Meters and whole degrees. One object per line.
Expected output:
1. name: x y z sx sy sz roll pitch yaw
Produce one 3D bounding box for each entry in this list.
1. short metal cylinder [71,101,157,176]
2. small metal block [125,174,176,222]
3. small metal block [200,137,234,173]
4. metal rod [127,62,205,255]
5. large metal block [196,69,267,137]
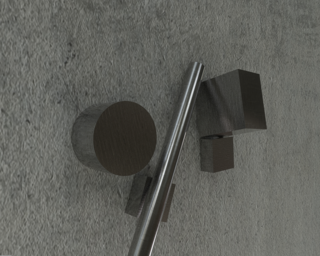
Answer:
1. short metal cylinder: -0.051 0.011 0.348 0.081 0.050 0.079 0 90 -40
2. small metal block: -0.012 0.090 0.397 0.050 0.025 0.050 23 75 -38
3. small metal block: 0.089 0.040 0.482 0.050 0.025 0.050 -5 94 -40
4. metal rod: 0.011 0.040 0.388 0.025 0.025 0.300 37 59 -34
5. large metal block: 0.100 -0.032 0.447 0.050 0.080 0.080 2 79 -40
